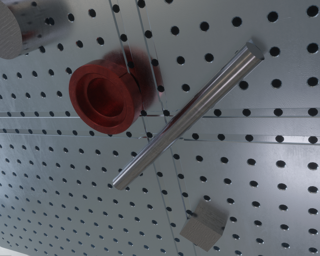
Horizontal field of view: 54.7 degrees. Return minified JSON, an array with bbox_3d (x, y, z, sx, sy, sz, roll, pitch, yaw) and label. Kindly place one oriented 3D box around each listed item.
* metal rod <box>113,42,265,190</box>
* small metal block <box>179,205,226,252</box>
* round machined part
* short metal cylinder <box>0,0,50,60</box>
[{"bbox_3d":[0.016,0.006,0.406,0.025,0.025,0.298,43,129,-2],"label":"metal rod"},{"bbox_3d":[0.065,0.154,0.472,0.050,0.025,0.050,31,128,8],"label":"small metal block"},{"bbox_3d":[-0.067,-0.044,0.409,0.098,0.042,0.097,13,124,21],"label":"round machined part"},{"bbox_3d":[-0.197,-0.138,0.413,0.080,0.050,0.079,13,124,21],"label":"short metal cylinder"}]
